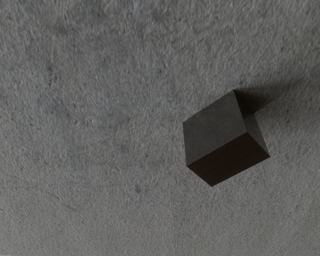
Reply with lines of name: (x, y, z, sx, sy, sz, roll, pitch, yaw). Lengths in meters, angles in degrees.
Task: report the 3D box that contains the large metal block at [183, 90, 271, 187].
large metal block: (0.077, 0.012, 0.382, 0.080, 0.080, 0.050, -34, 123, 25)
